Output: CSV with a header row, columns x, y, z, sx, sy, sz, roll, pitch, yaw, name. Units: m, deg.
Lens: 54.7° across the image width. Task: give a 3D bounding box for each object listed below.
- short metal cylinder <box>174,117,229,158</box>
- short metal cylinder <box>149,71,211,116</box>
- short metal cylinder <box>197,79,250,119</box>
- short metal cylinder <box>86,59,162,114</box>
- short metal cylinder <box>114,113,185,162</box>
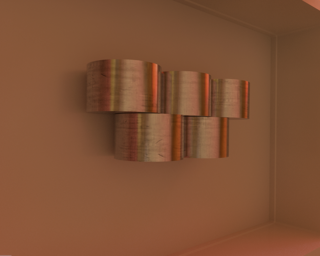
x,y,z,sx,sy,sz,roll,pitch,yaw,name
0.051,0.012,0.411,0.081,0.080,0.050,1,90,-40,short metal cylinder
0.024,-0.039,0.388,0.081,0.080,0.050,1,90,-40,short metal cylinder
0.086,-0.038,0.440,0.081,0.080,0.050,2,89,-40,short metal cylinder
-0.039,-0.041,0.336,0.081,0.080,0.050,1,90,-40,short metal cylinder
-0.012,0.010,0.358,0.081,0.080,0.050,1,90,-40,short metal cylinder
